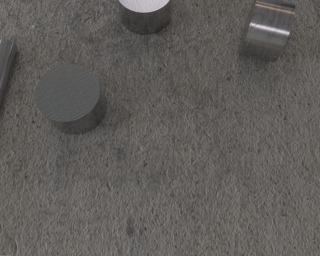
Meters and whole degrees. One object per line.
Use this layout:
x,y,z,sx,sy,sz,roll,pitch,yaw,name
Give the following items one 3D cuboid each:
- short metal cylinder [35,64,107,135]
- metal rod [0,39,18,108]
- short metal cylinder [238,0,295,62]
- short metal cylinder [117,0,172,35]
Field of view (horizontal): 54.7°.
-0.115,-0.036,0.407,0.081,0.050,0.080,0,70,0,short metal cylinder
-0.234,0.018,0.399,0.025,0.025,0.299,5,70,2,metal rod
0.146,-0.137,0.430,0.050,0.080,0.080,16,71,5,short metal cylinder
-0.022,-0.188,0.463,0.081,0.050,0.080,0,70,0,short metal cylinder
